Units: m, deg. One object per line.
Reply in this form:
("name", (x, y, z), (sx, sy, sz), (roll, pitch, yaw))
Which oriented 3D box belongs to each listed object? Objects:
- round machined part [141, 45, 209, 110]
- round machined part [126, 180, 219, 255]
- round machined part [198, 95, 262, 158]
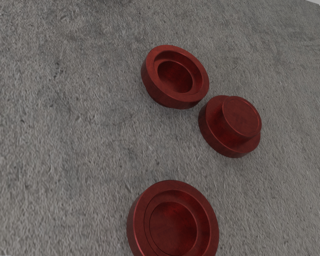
("round machined part", (0.018, -0.068, 0.444), (0.099, 0.042, 0.098), (14, 56, -21))
("round machined part", (0.010, 0.109, 0.332), (0.099, 0.042, 0.098), (14, 56, -21))
("round machined part", (0.109, -0.008, 0.457), (0.099, 0.042, 0.098), (14, 56, -21))
